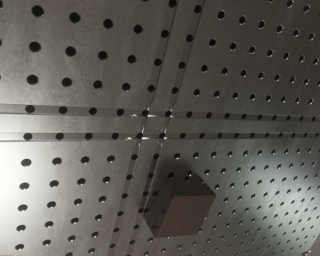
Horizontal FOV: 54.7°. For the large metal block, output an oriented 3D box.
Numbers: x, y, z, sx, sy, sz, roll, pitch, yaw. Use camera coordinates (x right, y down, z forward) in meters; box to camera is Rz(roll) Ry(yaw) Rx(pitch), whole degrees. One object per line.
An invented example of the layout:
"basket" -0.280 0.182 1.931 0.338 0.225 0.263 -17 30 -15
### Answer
"large metal block" 0.029 0.123 0.489 0.081 0.050 0.079 7 115 -32
